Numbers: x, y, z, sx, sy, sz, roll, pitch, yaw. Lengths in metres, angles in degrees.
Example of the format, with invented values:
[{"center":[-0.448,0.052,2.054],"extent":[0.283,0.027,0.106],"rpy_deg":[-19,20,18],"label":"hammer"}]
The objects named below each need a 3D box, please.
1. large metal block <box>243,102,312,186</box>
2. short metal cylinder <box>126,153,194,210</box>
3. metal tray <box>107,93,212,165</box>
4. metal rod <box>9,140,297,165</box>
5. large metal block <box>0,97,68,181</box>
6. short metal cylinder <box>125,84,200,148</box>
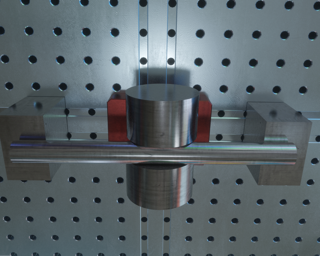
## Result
[{"center":[0.141,0.017,0.390],"extent":[0.050,0.080,0.079],"rpy_deg":[1,110,0],"label":"large metal block"},{"center":[0.000,0.054,0.372],"extent":[0.081,0.080,0.050],"rpy_deg":[1,110,-1],"label":"short metal cylinder"},{"center":[-0.001,0.002,0.411],"extent":[0.131,0.030,0.089],"rpy_deg":[1,110,-1],"label":"metal tray"},{"center":[-0.006,0.027,0.337],"extent":[0.302,0.025,0.025],"rpy_deg":[1,110,-1],"label":"metal rod"},{"center":[-0.152,0.010,0.385],"extent":[0.050,0.080,0.079],"rpy_deg":[1,110,0],"label":"large metal block"},{"center":[0.002,-0.017,0.346],"extent":[0.081,0.080,0.050],"rpy_deg":[1,110,-1],"label":"short metal cylinder"}]
